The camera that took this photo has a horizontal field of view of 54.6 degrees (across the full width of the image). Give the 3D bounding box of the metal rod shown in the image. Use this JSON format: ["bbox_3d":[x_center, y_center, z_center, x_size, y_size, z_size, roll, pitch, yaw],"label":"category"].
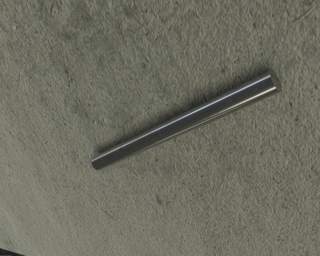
[{"bbox_3d":[0.010,0.004,0.404,0.299,0.025,0.025,-26,105,37],"label":"metal rod"}]
